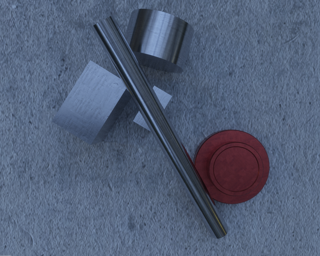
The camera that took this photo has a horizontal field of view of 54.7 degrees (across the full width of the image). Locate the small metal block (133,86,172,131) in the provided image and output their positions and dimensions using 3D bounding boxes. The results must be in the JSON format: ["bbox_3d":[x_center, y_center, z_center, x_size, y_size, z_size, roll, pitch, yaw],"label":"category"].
[{"bbox_3d":[-0.009,-0.024,0.397,0.025,0.050,0.050,31,90,0],"label":"small metal block"}]

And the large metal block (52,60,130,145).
[{"bbox_3d":[-0.077,-0.028,0.381,0.050,0.080,0.080,32,90,-1],"label":"large metal block"}]

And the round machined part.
[{"bbox_3d":[0.094,0.051,0.403,0.099,0.042,0.097,0,90,-1],"label":"round machined part"}]

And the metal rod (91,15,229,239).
[{"bbox_3d":[0.011,0.016,0.360,0.025,0.025,0.299,-29,111,0],"label":"metal rod"}]

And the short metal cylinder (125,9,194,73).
[{"bbox_3d":[-0.003,-0.105,0.382,0.080,0.080,0.050,16,90,-1],"label":"short metal cylinder"}]
